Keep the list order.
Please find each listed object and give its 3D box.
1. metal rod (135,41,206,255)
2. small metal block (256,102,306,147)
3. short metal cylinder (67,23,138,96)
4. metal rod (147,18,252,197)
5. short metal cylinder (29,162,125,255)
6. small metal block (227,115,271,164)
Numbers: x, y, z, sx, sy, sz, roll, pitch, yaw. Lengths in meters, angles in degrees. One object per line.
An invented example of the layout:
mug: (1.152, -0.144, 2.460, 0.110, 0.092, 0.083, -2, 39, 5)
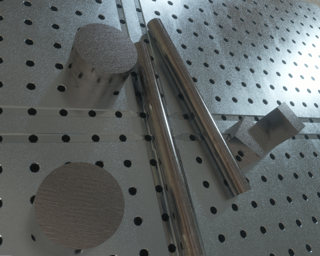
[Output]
metal rod: (0.004, 0.010, 0.403, 0.025, 0.025, 0.299, -1, 62, -29)
small metal block: (0.194, -0.006, 0.500, 0.025, 0.050, 0.050, -31, 79, -38)
short metal cylinder: (-0.076, -0.089, 0.405, 0.081, 0.050, 0.080, 14, 56, -21)
metal rod: (0.051, -0.042, 0.460, 0.025, 0.025, 0.299, -13, 68, -33)
short metal cylinder: (-0.081, 0.080, 0.300, 0.081, 0.050, 0.080, 14, 56, -21)
small metal block: (0.133, 0.018, 0.469, 0.050, 0.025, 0.050, 39, 51, -2)
